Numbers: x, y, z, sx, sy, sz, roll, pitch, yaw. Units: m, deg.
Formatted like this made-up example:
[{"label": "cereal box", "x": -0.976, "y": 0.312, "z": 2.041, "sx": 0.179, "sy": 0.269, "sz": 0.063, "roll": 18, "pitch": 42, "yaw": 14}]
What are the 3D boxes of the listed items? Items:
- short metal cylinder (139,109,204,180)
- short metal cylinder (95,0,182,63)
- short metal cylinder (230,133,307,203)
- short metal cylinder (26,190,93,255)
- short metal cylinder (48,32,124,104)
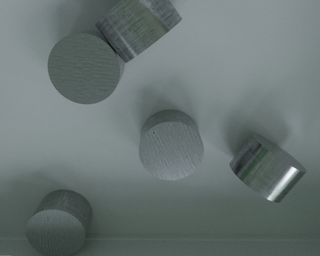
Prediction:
[{"label": "short metal cylinder", "x": 0.014, "y": 0.021, "z": 0.406, "sx": 0.081, "sy": 0.050, "sz": 0.079, "roll": 0, "pitch": 110, "yaw": -1}, {"label": "short metal cylinder", "x": -0.023, "y": -0.116, "z": 0.339, "sx": 0.080, "sy": 0.080, "sz": 0.050, "roll": -35, "pitch": 107, "yaw": 12}, {"label": "short metal cylinder", "x": 0.139, "y": 0.050, "z": 0.403, "sx": 0.080, "sy": 0.080, "sz": 0.050, "roll": 30, "pitch": 107, "yaw": -11}, {"label": "short metal cylinder", "x": -0.143, "y": 0.137, "z": 0.446, "sx": 0.081, "sy": 0.050, "sz": 0.079, "roll": 0, "pitch": 110, "yaw": -1}, {"label": "short metal cylinder", "x": -0.085, "y": -0.073, "z": 0.370, "sx": 0.081, "sy": 0.050, "sz": 0.079, "roll": 0, "pitch": 110, "yaw": -1}]
